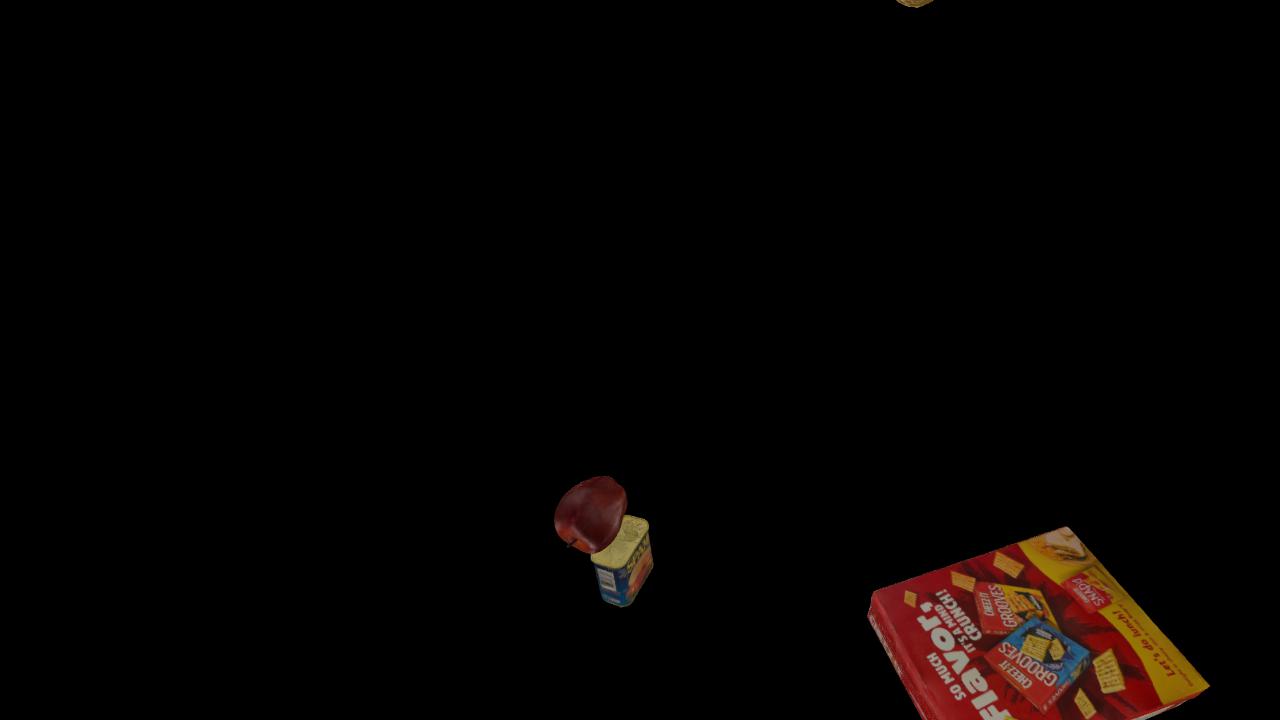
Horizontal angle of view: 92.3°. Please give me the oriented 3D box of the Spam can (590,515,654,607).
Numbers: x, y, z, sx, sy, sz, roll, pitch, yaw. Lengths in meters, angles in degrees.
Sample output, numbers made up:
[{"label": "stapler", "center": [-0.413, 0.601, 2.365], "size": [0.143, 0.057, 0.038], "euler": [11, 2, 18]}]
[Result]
[{"label": "Spam can", "center": [-0.023, 0.294, 0.902], "size": [0.058, 0.085, 0.101], "euler": [9, 32, 27]}]

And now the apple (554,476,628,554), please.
[{"label": "apple", "center": [-0.057, 0.180, 0.720], "size": [0.079, 0.079, 0.093], "euler": [0, 42, 44]}]

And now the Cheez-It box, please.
[{"label": "Cheez-It box", "center": [0.361, 0.275, 0.587], "size": [0.223, 0.071, 0.166], "euler": [-17, 45, -5]}]

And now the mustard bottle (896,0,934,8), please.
[{"label": "mustard bottle", "center": [0.185, -0.291, 0.404], "size": [0.092, 0.054, 0.184], "euler": [-30, -14, 20]}]
